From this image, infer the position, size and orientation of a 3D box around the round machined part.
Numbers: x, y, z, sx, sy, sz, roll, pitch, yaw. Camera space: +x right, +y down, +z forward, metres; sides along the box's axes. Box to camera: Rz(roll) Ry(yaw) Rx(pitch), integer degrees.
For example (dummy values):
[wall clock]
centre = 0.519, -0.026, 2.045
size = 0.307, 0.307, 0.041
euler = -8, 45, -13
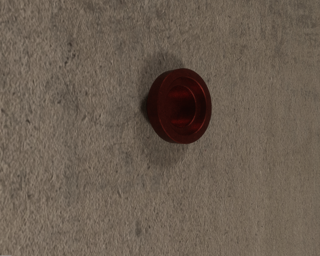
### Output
[round machined part]
centre = 0.021, -0.028, 0.413
size = 0.099, 0.042, 0.097
euler = 0, 90, -40
